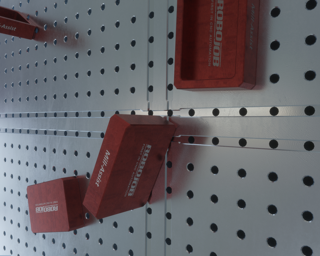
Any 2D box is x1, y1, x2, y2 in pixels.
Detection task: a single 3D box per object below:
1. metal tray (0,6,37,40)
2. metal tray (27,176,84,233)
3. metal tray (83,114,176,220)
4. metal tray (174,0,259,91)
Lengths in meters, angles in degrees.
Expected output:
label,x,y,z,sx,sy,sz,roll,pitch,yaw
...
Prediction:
label,x,y,z,sx,sy,sz,roll,pitch,yaw
metal tray,-0.327,-0.219,0.614,0.090,0.131,0.030,41,115,32
metal tray,-0.195,0.142,0.569,0.130,0.030,0.090,-17,79,38
metal tray,-0.038,0.048,0.399,0.030,0.091,0.129,32,110,35
metal tray,0.062,-0.109,0.355,0.090,0.030,0.129,4,93,40
